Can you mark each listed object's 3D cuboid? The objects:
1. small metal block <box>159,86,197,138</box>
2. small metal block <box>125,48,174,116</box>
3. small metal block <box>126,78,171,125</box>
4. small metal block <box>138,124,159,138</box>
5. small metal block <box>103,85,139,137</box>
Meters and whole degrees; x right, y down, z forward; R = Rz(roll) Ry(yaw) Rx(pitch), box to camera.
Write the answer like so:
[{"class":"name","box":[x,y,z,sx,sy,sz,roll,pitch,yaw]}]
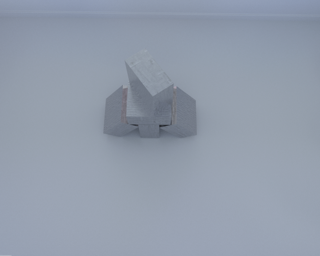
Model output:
[{"class":"small metal block","box":[0.024,-0.019,0.399,0.025,0.050,0.050,-13,66,32]},{"class":"small metal block","box":[-0.011,-0.048,0.331,0.025,0.050,0.050,-34,73,-11]},{"class":"small metal block","box":[-0.012,-0.032,0.365,0.050,0.025,0.050,1,70,0]},{"class":"small metal block","box":[-0.013,-0.019,0.401,0.025,0.050,0.050,1,70,0]},{"class":"small metal block","box":[-0.049,-0.021,0.398,0.025,0.050,0.050,13,66,-31]}]
